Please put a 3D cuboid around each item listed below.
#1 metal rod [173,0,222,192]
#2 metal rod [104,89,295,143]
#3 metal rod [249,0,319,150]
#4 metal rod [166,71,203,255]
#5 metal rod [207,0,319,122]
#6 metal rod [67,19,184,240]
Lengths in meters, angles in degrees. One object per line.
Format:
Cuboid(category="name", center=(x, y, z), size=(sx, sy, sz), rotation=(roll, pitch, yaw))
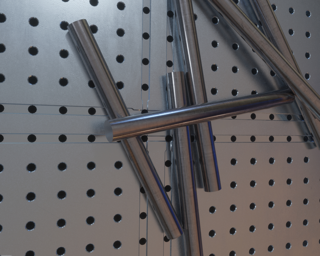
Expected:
Cuboid(category="metal rod", center=(0.050, -0.060, 0.430), size=(0.025, 0.025, 0.298), rotation=(-11, 94, -20))
Cuboid(category="metal rod", center=(0.073, -0.023, 0.412), size=(0.302, 0.025, 0.025), rotation=(-12, 94, -30))
Cuboid(category="metal rod", center=(0.202, -0.098, 0.486), size=(0.025, 0.025, 0.299), rotation=(-32, 101, -17))
Cuboid(category="metal rod", center=(0.036, 0.074, 0.425), size=(0.025, 0.025, 0.298), rotation=(-7, 93, -20))
Cuboid(category="metal rod", center=(0.149, -0.120, 0.452), size=(0.300, 0.025, 0.025), rotation=(43, 76, -9))
Cuboid(category="metal rod", center=(-0.040, 0.008, 0.397), size=(0.025, 0.025, 0.299), rotation=(-27, 99, -18))
